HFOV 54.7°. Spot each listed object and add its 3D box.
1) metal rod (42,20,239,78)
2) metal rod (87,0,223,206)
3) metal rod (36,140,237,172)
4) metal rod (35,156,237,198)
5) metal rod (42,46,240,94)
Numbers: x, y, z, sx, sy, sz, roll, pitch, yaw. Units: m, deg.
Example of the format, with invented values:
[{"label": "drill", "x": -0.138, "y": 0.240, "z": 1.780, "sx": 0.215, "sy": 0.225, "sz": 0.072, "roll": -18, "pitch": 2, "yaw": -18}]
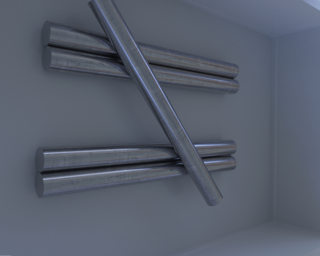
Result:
[{"label": "metal rod", "x": 0.002, "y": -0.093, "z": 0.406, "sx": 0.302, "sy": 0.025, "sz": 0.025, "roll": 1, "pitch": 90, "yaw": -40}, {"label": "metal rod", "x": 0.006, "y": -0.017, "z": 0.378, "sx": 0.025, "sy": 0.025, "sz": 0.299, "roll": -46, "pitch": 117, "yaw": -30}, {"label": "metal rod", "x": -0.002, "y": 0.031, "z": 0.402, "sx": 0.302, "sy": 0.025, "sz": 0.025, "roll": 0, "pitch": 90, "yaw": -40}, {"label": "metal rod", "x": -0.003, "y": 0.056, "z": 0.402, "sx": 0.302, "sy": 0.025, "sz": 0.025, "roll": 0, "pitch": 90, "yaw": -40}, {"label": "metal rod", "x": 0.003, "y": -0.068, "z": 0.406, "sx": 0.302, "sy": 0.025, "sz": 0.025, "roll": 1, "pitch": 90, "yaw": -40}]
